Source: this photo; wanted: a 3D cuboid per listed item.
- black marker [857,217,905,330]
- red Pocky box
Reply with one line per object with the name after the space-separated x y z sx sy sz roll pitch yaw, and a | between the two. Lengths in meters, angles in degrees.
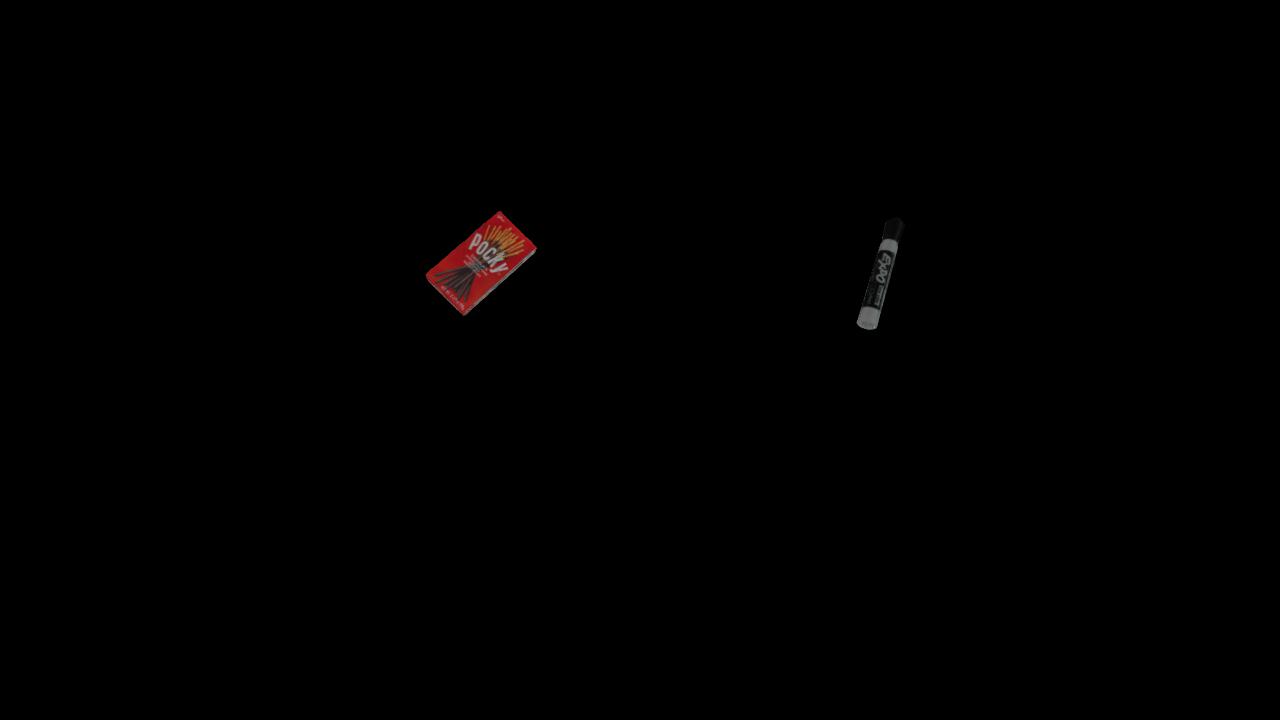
0.236 -0.087 0.599 0.020 0.121 0.020 20 -16 6 | black marker
-0.241 -0.149 0.939 0.083 0.155 0.028 44 -15 0 | red Pocky box
